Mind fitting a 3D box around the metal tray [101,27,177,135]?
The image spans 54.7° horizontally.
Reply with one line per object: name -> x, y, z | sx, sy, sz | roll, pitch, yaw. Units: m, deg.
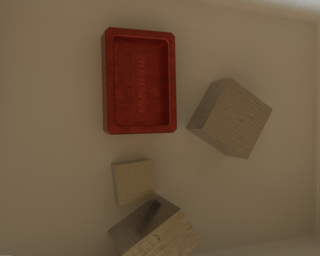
metal tray -> -0.027, -0.058, 0.398 | 0.091, 0.030, 0.129 | -1, 91, -21

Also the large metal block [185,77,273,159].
large metal block -> 0.097, -0.012, 0.434 | 0.080, 0.050, 0.080 | 33, 79, -18

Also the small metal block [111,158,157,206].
small metal block -> -0.034, 0.068, 0.399 | 0.050, 0.025, 0.050 | -7, 93, -20

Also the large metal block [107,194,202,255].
large metal block -> -0.009, 0.133, 0.379 | 0.080, 0.080, 0.050 | -34, 101, -17
